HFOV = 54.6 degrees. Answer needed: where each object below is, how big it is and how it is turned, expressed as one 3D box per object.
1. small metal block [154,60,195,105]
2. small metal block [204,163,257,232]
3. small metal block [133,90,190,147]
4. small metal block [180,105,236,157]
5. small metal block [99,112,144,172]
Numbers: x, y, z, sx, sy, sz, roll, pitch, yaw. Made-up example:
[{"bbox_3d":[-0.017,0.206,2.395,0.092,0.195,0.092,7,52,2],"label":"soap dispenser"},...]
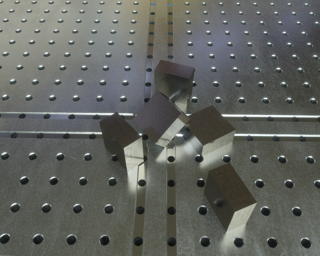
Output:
[{"bbox_3d":[0.020,-0.066,0.447,0.050,0.050,0.025,16,52,13],"label":"small metal block"},{"bbox_3d":[0.073,0.074,0.330,0.025,0.050,0.050,-18,53,-15],"label":"small metal block"},{"bbox_3d":[0.002,-0.012,0.401,0.050,0.025,0.050,-49,58,10],"label":"small metal block"},{"bbox_3d":[0.061,0.003,0.405,0.050,0.025,0.050,-24,54,-19],"label":"small metal block"},{"bbox_3d":[-0.046,0.017,0.377,0.025,0.050,0.050,-32,57,-24],"label":"small metal block"}]
